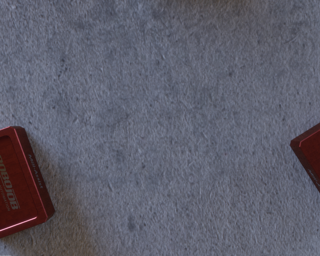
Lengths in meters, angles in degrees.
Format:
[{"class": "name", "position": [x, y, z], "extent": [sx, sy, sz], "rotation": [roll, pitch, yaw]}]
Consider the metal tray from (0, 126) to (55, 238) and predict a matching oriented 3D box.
[{"class": "metal tray", "position": [-0.205, 0.072, 0.404], "extent": [0.090, 0.030, 0.129], "rotation": [-20, 90, -1]}]

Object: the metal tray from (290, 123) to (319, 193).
[{"class": "metal tray", "position": [0.248, 0.051, 0.411], "extent": [0.090, 0.030, 0.130], "rotation": [-32, 90, -1]}]
